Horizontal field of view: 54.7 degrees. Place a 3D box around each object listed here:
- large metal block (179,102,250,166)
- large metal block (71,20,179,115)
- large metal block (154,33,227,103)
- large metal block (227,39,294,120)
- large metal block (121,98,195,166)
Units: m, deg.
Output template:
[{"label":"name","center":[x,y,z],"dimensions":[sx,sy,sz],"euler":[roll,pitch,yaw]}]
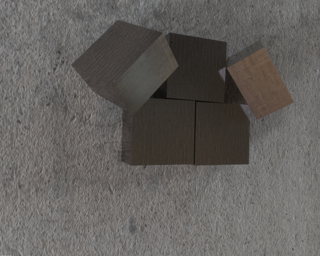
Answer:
[{"label":"large metal block","center":[0.073,0.008,0.423],"dimensions":[0.081,0.050,0.079],"euler":[1,90,-21]},{"label":"large metal block","center":[-0.040,-0.073,0.359],"dimensions":[0.080,0.080,0.050],"euler":[-49,140,-14]},{"label":"large metal block","center":[0.039,-0.075,0.413],"dimensions":[0.081,0.050,0.079],"euler":[3,89,-20]},{"label":"large metal block","center":[0.136,-0.069,0.426],"dimensions":[0.050,0.080,0.080],"euler":[-28,103,23]},{"label":"large metal block","center":[-0.003,0.005,0.396],"dimensions":[0.081,0.050,0.079],"euler":[1,90,-21]}]
